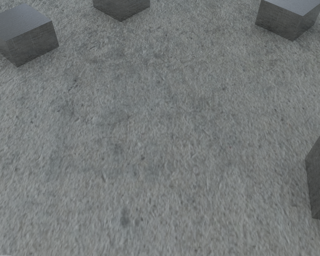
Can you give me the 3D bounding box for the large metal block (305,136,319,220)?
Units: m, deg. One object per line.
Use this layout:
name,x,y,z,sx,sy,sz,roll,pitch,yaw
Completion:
large metal block,0.214,0.059,0.340,0.080,0.050,0.080,9,51,7

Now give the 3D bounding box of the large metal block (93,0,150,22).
large metal block,-0.076,-0.260,0.604,0.080,0.050,0.080,35,58,25

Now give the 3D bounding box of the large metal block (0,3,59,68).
large metal block,-0.231,-0.156,0.515,0.080,0.050,0.080,36,59,26

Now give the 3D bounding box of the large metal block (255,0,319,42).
large metal block,0.237,-0.213,0.569,0.080,0.050,0.080,37,59,26
